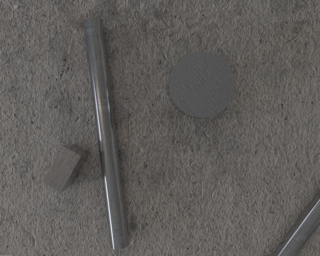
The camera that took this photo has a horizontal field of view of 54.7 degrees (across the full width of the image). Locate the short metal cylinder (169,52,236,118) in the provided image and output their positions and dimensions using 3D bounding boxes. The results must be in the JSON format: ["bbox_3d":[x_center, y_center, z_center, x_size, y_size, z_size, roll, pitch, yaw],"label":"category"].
[{"bbox_3d":[0.051,-0.053,0.398,0.081,0.050,0.079,0,90,0],"label":"short metal cylinder"}]

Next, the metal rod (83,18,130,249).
[{"bbox_3d":[-0.070,0.007,0.409,0.025,0.025,0.298,-7,90,0],"label":"metal rod"}]

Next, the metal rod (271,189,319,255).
[{"bbox_3d":[0.173,0.158,0.411,0.025,0.025,0.299,36,90,0],"label":"metal rod"}]

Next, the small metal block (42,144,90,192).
[{"bbox_3d":[-0.118,0.049,0.396,0.025,0.050,0.050,29,90,0],"label":"small metal block"}]
